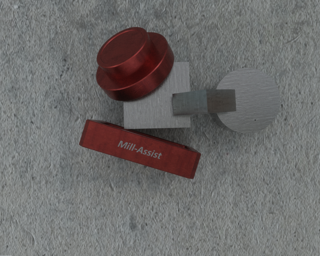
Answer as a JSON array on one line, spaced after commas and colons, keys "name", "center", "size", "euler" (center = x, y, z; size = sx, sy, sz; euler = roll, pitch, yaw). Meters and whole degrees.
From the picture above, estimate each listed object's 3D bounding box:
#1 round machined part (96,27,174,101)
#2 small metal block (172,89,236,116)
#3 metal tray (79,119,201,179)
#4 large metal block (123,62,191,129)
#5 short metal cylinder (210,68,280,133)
[{"name": "round machined part", "center": [-0.036, -0.083, 0.374], "size": [0.098, 0.098, 0.042], "euler": [-36, 134, 0]}, {"name": "small metal block", "center": [0.051, -0.029, 0.353], "size": [0.050, 0.050, 0.025], "euler": [-6, 94, -41]}, {"name": "metal tray", "center": [-0.022, 0.023, 0.378], "size": [0.131, 0.090, 0.030], "euler": [17, 90, 0]}, {"name": "large metal block", "center": [-0.004, -0.040, 0.400], "size": [0.081, 0.050, 0.080], "euler": [-1, 90, 0]}, {"name": "short metal cylinder", "center": [0.106, -0.033, 0.400], "size": [0.081, 0.050, 0.080], "euler": [0, 90, 0]}]
